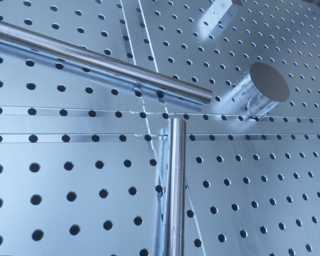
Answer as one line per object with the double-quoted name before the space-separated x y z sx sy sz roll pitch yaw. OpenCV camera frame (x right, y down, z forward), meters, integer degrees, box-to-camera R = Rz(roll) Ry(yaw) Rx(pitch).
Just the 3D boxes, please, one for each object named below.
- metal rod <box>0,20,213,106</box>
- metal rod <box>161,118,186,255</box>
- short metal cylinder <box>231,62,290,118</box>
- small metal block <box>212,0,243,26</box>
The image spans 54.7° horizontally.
"metal rod" -0.063 -0.083 0.424 0.302 0.025 0.025 15 56 -20
"metal rod" 0.015 0.119 0.343 0.025 0.025 0.300 17 55 -19
"short metal cylinder" 0.168 -0.063 0.521 0.081 0.050 0.080 14 55 -21
"small metal block" 0.131 -0.240 0.609 0.025 0.050 0.050 4 60 -26
